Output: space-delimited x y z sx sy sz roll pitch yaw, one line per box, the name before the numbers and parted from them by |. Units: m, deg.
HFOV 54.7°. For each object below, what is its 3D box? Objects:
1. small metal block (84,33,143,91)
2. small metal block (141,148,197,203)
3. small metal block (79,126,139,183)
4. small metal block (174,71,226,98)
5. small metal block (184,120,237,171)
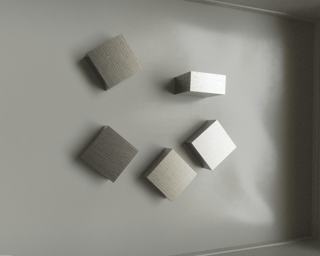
small metal block | -0.058 -0.082 0.390 0.050 0.025 0.050 -35 102 -17
small metal block | 0.012 0.062 0.416 0.050 0.025 0.050 46 75 -15
small metal block | -0.064 0.032 0.388 0.050 0.025 0.050 42 77 -16
small metal block | 0.053 -0.058 0.418 0.050 0.050 0.025 3 89 -20
small metal block | 0.071 0.023 0.438 0.050 0.025 0.050 -41 103 -16
